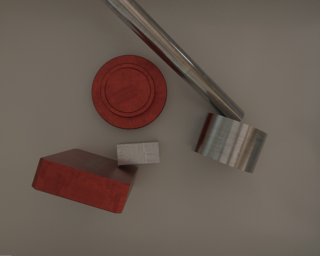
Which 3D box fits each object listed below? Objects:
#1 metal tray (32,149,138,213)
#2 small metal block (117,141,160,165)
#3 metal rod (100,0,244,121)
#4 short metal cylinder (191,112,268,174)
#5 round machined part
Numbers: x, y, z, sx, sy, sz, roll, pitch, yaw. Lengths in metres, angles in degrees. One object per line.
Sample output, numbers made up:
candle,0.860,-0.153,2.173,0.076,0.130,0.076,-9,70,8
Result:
metal tray,-0.076,0.055,0.358,0.090,0.130,0.030,17,90,-1
small metal block,-0.026,0.031,0.399,0.050,0.050,0.025,-4,90,-1
metal rod,-0.003,-0.100,0.350,0.301,0.025,0.025,39,90,-25
short metal cylinder,0.085,0.018,0.385,0.080,0.080,0.050,21,90,-1
round machined part,-0.040,-0.047,0.402,0.099,0.042,0.097,0,90,-1
